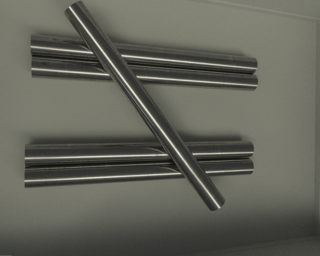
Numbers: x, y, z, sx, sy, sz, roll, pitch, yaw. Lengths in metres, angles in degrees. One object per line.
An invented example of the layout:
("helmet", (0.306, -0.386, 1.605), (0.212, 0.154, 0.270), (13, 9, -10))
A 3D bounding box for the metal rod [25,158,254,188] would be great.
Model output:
("metal rod", (-0.011, 0.056, 0.404), (0.302, 0.025, 0.025), (0, 90, -20))

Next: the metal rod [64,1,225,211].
("metal rod", (-0.011, -0.017, 0.379), (0.025, 0.025, 0.299), (-40, 103, -16))

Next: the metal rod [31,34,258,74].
("metal rod", (-0.005, -0.093, 0.406), (0.302, 0.025, 0.025), (1, 90, -20))

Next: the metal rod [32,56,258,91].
("metal rod", (-0.005, -0.068, 0.407), (0.302, 0.025, 0.025), (1, 90, -20))

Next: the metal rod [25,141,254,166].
("metal rod", (-0.011, 0.031, 0.404), (0.302, 0.025, 0.025), (0, 90, -20))
